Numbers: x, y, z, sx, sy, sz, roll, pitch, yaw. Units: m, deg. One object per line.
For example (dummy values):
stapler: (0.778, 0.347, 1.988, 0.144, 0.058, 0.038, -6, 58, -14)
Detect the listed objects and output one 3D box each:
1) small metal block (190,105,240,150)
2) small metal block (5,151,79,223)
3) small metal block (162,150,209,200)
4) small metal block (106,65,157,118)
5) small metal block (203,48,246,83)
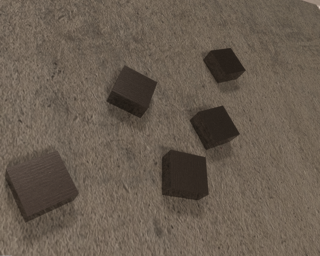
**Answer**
small metal block: (0.079, -0.001, 0.449, 0.050, 0.025, 0.050, -15, 70, -35)
small metal block: (-0.117, 0.057, 0.307, 0.050, 0.025, 0.050, -21, 73, -36)
small metal block: (0.031, 0.059, 0.386, 0.050, 0.025, 0.050, 14, 56, -21)
small metal block: (-0.037, -0.049, 0.415, 0.050, 0.025, 0.050, 26, 52, -12)
small metal block: (0.111, -0.108, 0.532, 0.050, 0.025, 0.050, -17, 71, -35)
